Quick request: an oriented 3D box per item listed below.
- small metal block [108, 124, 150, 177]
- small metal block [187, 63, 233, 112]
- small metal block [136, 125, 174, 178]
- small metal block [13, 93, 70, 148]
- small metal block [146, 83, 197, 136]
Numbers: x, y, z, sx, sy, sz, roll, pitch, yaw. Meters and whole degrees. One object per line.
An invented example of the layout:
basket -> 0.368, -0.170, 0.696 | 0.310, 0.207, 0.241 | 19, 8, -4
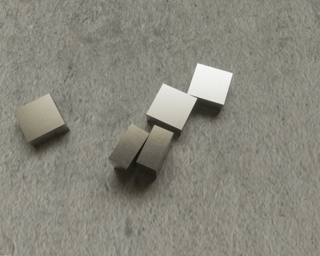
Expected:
small metal block -> -0.036, 0.029, 0.384 | 0.025, 0.050, 0.050 | 29, 73, 10
small metal block -> 0.068, -0.056, 0.429 | 0.050, 0.025, 0.050 | 17, 71, 6
small metal block -> -0.006, 0.031, 0.384 | 0.025, 0.050, 0.050 | 23, 72, 8
small metal block -> -0.156, -0.010, 0.410 | 0.050, 0.025, 0.050 | -28, 73, -10
small metal block -> 0.016, -0.025, 0.417 | 0.050, 0.025, 0.050 | 25, 72, 8
